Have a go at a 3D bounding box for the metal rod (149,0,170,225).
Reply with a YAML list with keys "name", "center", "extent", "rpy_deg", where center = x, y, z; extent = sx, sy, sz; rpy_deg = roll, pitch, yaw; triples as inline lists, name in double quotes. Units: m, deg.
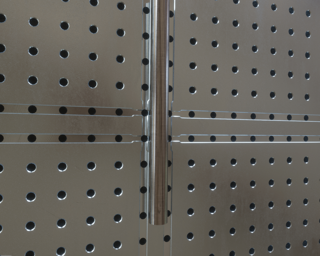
- name: "metal rod"
  center: [-0.001, -0.024, 0.412]
  extent: [0.025, 0.025, 0.298]
  rpy_deg: [1, 90, -20]
